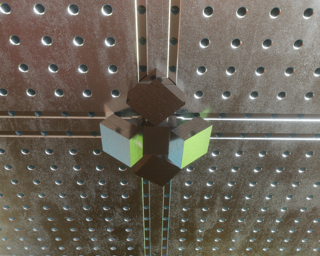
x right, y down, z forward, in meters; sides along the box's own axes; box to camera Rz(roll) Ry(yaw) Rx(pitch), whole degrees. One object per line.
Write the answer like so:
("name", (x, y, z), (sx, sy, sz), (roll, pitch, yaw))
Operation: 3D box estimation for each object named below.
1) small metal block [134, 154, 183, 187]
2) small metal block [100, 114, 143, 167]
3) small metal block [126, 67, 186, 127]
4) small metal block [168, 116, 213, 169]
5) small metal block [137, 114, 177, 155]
("small metal block", (-0.002, 0.055, 0.457), (0.050, 0.025, 0.050), (28, 125, -20))
("small metal block", (-0.050, 0.016, 0.408), (0.050, 0.025, 0.050), (27, 137, 25))
("small metal block", (-0.005, -0.037, 0.380), (0.050, 0.025, 0.050), (-37, 121, 26))
("small metal block", (0.039, 0.019, 0.410), (0.050, 0.025, 0.050), (-27, 139, -31))
("small metal block", (-0.004, 0.009, 0.418), (0.050, 0.025, 0.050), (1, 129, -1))
